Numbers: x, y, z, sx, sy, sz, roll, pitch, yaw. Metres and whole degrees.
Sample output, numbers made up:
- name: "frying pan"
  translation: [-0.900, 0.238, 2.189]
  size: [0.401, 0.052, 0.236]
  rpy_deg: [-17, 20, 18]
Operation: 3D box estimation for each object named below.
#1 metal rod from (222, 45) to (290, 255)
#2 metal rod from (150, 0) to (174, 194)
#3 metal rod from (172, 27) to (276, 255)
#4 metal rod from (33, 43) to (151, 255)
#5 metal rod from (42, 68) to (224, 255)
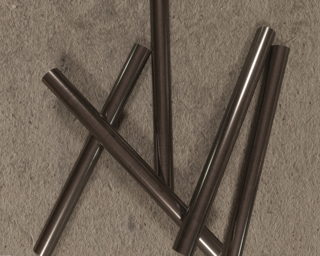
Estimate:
- name: "metal rod"
  translation: [0.126, 0.039, 0.411]
  size: [0.025, 0.025, 0.298]
  rpy_deg: [13, 90, -1]
- name: "metal rod"
  translation: [0.002, -0.055, 0.410]
  size: [0.025, 0.025, 0.298]
  rpy_deg: [-2, 90, -1]
- name: "metal rod"
  translation: [0.084, 0.007, 0.382]
  size: [0.025, 0.025, 0.299]
  rpy_deg: [23, 78, -1]
- name: "metal rod"
  translation: [-0.089, 0.028, 0.408]
  size: [0.025, 0.025, 0.299]
  rpy_deg: [26, 90, -1]
- name: "metal rod"
  translation: [-0.033, 0.044, 0.383]
  size: [0.025, 0.025, 0.300]
  rpy_deg: [-43, 91, 0]
